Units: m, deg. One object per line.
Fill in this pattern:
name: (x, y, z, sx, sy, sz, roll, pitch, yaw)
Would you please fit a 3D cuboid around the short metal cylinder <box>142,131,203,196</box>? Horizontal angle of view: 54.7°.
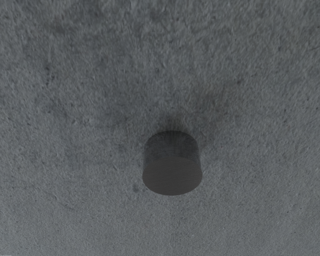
short metal cylinder: (0.016, 0.050, 0.434, 0.081, 0.050, 0.079, 0, 130, 0)
